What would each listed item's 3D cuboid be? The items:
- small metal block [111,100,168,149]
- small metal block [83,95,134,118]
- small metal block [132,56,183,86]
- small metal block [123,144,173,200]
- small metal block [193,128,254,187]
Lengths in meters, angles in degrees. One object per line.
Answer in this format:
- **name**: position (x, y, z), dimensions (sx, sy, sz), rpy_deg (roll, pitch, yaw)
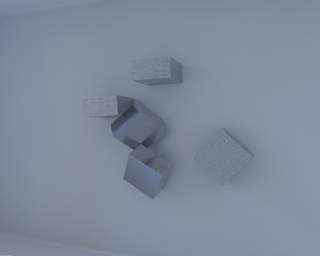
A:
- **small metal block**: position (-0.027, 0.000, 0.404), dimensions (0.050, 0.050, 0.025), rpy_deg (-39, 40, 16)
- **small metal block**: position (-0.069, -0.028, 0.421), dimensions (0.050, 0.050, 0.025), rpy_deg (-3, 89, 20)
- **small metal block**: position (-0.003, -0.072, 0.398), dimensions (0.050, 0.050, 0.025), rpy_deg (-2, 90, 20)
- **small metal block**: position (-0.017, 0.057, 0.405), dimensions (0.050, 0.025, 0.050), rpy_deg (32, 132, 17)
- **small metal block**: position (0.079, 0.035, 0.383), dimensions (0.050, 0.025, 0.050), rpy_deg (45, 104, 14)
